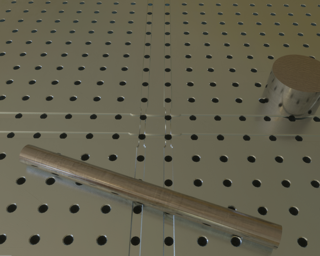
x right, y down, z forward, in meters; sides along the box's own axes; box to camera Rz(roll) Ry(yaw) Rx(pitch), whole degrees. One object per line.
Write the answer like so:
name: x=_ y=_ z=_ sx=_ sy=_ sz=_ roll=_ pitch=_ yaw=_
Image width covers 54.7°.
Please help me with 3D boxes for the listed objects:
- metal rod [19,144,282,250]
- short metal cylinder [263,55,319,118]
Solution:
metal rod: x=-0.021 y=0.072 z=0.347 sx=0.301 sy=0.025 sz=0.025 roll=16 pitch=52 yaw=12
short metal cylinder: x=0.196 y=-0.061 z=0.445 sx=0.081 sy=0.050 sz=0.080 roll=0 pitch=50 yaw=0
